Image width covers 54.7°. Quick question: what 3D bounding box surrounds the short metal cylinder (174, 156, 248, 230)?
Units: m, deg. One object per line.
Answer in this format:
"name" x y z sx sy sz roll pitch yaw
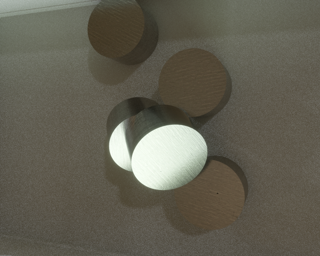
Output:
"short metal cylinder" 0.063 0.075 0.375 0.080 0.050 0.080 0 90 20

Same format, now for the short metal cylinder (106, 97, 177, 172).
"short metal cylinder" -0.024 0.008 0.384 0.081 0.050 0.079 -6 118 -11

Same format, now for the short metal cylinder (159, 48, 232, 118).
"short metal cylinder" 0.045 -0.052 0.381 0.080 0.050 0.080 0 90 20

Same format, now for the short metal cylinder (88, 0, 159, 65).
"short metal cylinder" -0.048 -0.128 0.414 0.080 0.050 0.080 0 90 20

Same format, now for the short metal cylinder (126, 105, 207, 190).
"short metal cylinder" 0.005 0.021 0.340 0.081 0.050 0.079 -6 118 -11
